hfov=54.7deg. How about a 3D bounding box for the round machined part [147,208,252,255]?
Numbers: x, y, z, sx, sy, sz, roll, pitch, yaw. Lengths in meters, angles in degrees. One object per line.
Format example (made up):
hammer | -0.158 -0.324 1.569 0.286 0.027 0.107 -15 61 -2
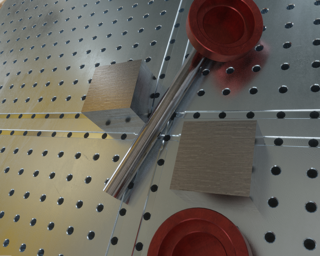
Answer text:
round machined part | 0.040 0.130 0.296 0.098 0.042 0.098 -13 56 21

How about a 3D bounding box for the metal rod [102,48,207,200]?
metal rod | 0.016 -0.039 0.424 0.025 0.025 0.300 22 73 36

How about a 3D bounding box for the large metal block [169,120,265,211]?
large metal block | 0.064 0.039 0.335 0.080 0.050 0.080 0 62 28

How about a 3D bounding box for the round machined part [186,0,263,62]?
round machined part | 0.083 -0.134 0.416 0.099 0.042 0.098 1 77 -5

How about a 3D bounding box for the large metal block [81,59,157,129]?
large metal block | -0.057 -0.047 0.451 0.080 0.050 0.080 -4 60 26
